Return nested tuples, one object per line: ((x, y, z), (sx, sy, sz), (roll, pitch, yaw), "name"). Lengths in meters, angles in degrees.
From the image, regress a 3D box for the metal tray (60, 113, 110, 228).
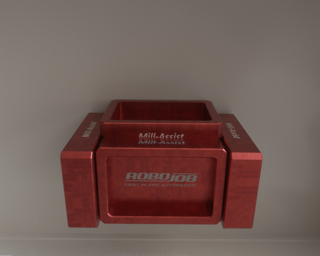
((-0.080, 0.043, 0.369), (0.030, 0.130, 0.089), (1, 111, 0), "metal tray")

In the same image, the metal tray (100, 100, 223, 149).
((0.002, -0.007, 0.371), (0.131, 0.090, 0.030), (0, 111, 0), "metal tray")

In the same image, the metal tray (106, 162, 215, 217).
((0.001, 0.076, 0.401), (0.131, 0.090, 0.030), (0, 110, 0), "metal tray")

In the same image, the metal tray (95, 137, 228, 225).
((0.001, 0.057, 0.331), (0.131, 0.030, 0.089), (1, 110, -1), "metal tray")

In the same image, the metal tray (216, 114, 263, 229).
((0.082, 0.044, 0.370), (0.030, 0.130, 0.089), (1, 111, 0), "metal tray")
